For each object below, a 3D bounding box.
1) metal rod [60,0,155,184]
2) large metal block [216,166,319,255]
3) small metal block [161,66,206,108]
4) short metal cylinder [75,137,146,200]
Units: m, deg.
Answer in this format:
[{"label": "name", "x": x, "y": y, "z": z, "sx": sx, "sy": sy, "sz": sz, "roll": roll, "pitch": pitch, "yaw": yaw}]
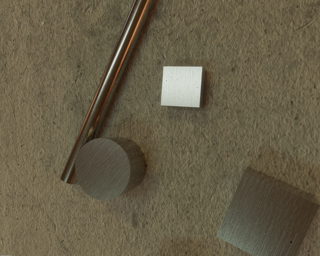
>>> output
[{"label": "metal rod", "x": -0.073, "y": -0.058, "z": 0.434, "sx": 0.025, "sy": 0.025, "sz": 0.298, "roll": 27, "pitch": 99, "yaw": 18}, {"label": "large metal block", "x": 0.121, "y": 0.100, "z": 0.353, "sx": 0.080, "sy": 0.050, "sz": 0.080, "roll": 23, "pitch": 98, "yaw": 18}, {"label": "small metal block", "x": 0.031, "y": -0.052, "z": 0.398, "sx": 0.050, "sy": 0.025, "sz": 0.050, "roll": 5, "pitch": 92, "yaw": 19}, {"label": "short metal cylinder", "x": -0.066, "y": 0.053, "z": 0.419, "sx": 0.080, "sy": 0.050, "sz": 0.080, "roll": 0, "pitch": 90, "yaw": 20}]
